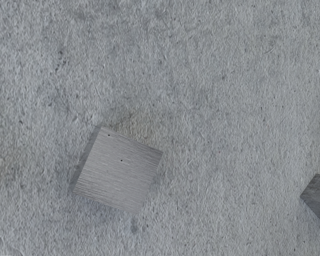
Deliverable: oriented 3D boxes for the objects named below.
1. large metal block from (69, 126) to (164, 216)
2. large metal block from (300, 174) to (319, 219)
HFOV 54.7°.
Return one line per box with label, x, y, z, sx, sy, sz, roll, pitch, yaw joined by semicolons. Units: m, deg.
large metal block;-0.054;0.049;0.376;0.080;0.050;0.080;25;82;-19
large metal block;0.286;0.122;0.486;0.080;0.080;0.050;46;76;-15
